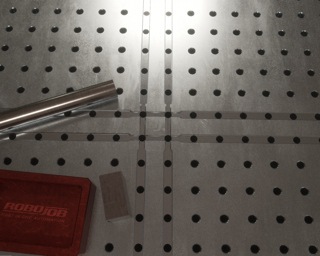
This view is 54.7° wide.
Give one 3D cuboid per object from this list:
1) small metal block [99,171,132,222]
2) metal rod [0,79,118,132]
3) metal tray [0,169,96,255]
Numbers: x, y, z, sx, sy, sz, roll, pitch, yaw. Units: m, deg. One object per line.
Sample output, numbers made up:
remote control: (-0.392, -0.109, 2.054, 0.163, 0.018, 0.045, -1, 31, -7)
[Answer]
small metal block: (-0.052, 0.083, 0.368, 0.025, 0.050, 0.050, -12, 71, -4)
metal rod: (-0.205, -0.010, 0.412, 0.302, 0.025, 0.025, -18, 71, -7)
metal tray: (-0.151, 0.101, 0.370, 0.131, 0.030, 0.090, 6, 70, 1)
